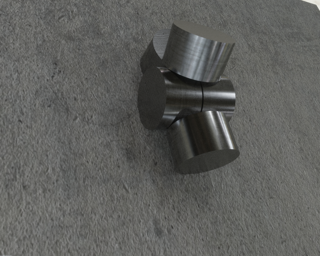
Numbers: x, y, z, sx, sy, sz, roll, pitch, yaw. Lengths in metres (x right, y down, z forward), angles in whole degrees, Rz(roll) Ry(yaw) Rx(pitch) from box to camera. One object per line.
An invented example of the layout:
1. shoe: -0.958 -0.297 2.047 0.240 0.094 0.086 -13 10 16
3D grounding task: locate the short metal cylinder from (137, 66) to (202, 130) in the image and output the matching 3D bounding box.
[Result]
1. short metal cylinder: 0.010 -0.037 0.400 0.050 0.080 0.080 1 62 -28

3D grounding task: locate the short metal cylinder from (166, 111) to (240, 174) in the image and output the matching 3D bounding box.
1. short metal cylinder: 0.053 0.020 0.388 0.081 0.080 0.050 0 62 -29

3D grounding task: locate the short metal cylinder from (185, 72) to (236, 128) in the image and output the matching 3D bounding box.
1. short metal cylinder: 0.057 -0.037 0.425 0.050 0.080 0.080 0 62 -28

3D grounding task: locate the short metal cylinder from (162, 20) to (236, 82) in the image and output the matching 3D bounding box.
1. short metal cylinder: 0.048 -0.098 0.392 0.081 0.050 0.080 14 29 -7

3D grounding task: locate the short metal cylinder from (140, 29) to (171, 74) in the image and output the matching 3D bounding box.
1. short metal cylinder: 0.016 -0.100 0.462 0.081 0.050 0.080 14 56 -21
